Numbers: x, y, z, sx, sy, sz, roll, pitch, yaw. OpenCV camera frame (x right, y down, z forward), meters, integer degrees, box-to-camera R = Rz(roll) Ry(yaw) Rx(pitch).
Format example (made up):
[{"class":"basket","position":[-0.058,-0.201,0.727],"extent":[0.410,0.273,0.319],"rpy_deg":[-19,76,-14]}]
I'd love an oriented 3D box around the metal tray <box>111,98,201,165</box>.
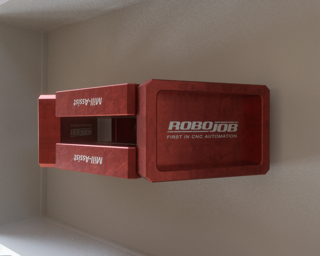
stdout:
[{"class":"metal tray","position":[-0.009,0.003,0.410],"extent":[0.130,0.030,0.089],"rpy_deg":[0,90,39]}]

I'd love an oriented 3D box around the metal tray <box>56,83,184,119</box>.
[{"class":"metal tray","position":[-0.048,-0.027,0.362],"extent":[0.130,0.091,0.030],"rpy_deg":[1,90,40]}]

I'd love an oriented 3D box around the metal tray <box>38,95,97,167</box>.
[{"class":"metal tray","position":[-0.126,0.003,0.443],"extent":[0.030,0.130,0.089],"rpy_deg":[0,91,8]}]

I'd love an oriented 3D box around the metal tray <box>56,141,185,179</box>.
[{"class":"metal tray","position":[-0.048,0.033,0.363],"extent":[0.130,0.091,0.030],"rpy_deg":[0,90,39]}]

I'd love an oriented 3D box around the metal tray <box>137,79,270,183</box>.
[{"class":"metal tray","position":[0.044,0.002,0.301],"extent":[0.030,0.131,0.089],"rpy_deg":[-179,88,-69]}]
